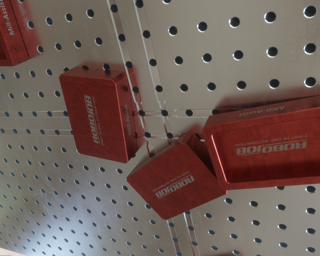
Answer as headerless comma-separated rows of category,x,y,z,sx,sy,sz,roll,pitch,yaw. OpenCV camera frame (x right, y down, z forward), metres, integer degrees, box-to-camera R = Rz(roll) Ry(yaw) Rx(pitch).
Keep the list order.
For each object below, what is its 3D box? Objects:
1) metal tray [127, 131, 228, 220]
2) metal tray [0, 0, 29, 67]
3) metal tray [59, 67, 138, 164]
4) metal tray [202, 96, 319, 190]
metal tray,0.024,0.072,0.439,0.090,0.030,0.129,48,128,-6
metal tray,-0.250,-0.155,0.441,0.090,0.030,0.129,5,121,25
metal tray,-0.085,-0.017,0.440,0.090,0.030,0.129,9,122,23
metal tray,0.123,0.021,0.347,0.130,0.030,0.090,-10,114,25
